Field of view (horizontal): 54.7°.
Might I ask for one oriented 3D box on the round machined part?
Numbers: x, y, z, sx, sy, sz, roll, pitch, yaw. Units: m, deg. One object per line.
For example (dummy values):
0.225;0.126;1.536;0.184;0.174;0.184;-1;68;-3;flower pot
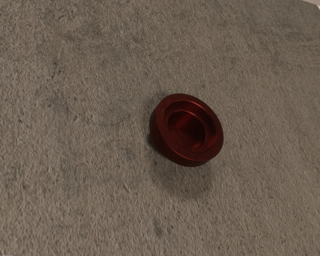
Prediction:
0.031;0.006;0.407;0.099;0.042;0.098;14;56;-21;round machined part
